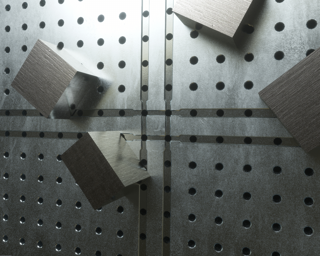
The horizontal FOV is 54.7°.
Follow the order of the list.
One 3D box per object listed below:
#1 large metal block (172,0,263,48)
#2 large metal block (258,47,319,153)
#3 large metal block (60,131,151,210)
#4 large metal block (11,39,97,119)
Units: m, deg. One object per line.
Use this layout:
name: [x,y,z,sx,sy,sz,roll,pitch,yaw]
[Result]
large metal block: [0.074,-0.155,0.373,0.080,0.050,0.080,30,100,17]
large metal block: [0.168,-0.030,0.340,0.080,0.050,0.080,-39,78,15]
large metal block: [-0.068,0.051,0.406,0.050,0.080,0.080,-40,78,15]
large metal block: [-0.154,-0.069,0.452,0.080,0.050,0.080,40,102,15]
